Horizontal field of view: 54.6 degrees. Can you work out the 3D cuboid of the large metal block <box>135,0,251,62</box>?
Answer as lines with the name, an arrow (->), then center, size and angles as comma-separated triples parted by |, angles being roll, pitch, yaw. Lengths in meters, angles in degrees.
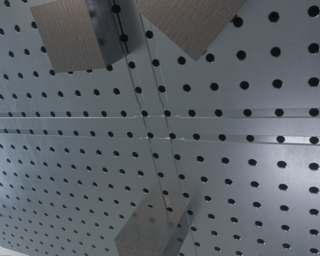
large metal block -> 0.037, -0.126, 0.298 | 0.080, 0.050, 0.080 | 41, 129, 0

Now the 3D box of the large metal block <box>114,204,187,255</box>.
large metal block -> -0.012, 0.173, 0.490 | 0.080, 0.080, 0.050 | 5, 121, 26

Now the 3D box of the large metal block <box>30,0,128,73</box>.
large metal block -> -0.096, -0.116, 0.375 | 0.080, 0.050, 0.080 | 0, 119, 28
